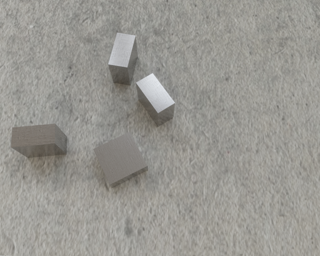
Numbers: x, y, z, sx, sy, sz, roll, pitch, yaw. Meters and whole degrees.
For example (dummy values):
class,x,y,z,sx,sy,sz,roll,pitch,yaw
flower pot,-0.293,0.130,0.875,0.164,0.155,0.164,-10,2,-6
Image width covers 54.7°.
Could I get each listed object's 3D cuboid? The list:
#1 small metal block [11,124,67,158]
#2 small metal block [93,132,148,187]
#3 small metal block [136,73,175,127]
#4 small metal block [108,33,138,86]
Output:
class,x,y,z,sx,sy,sz,roll,pitch,yaw
small metal block,-0.149,0.017,0.387,0.050,0.050,0.025,-5,70,-2
small metal block,-0.049,0.040,0.393,0.050,0.025,0.050,-26,72,-10
small metal block,-0.006,-0.036,0.408,0.025,0.050,0.050,-32,74,-11
small metal block,-0.050,-0.094,0.429,0.025,0.050,0.050,10,70,3
